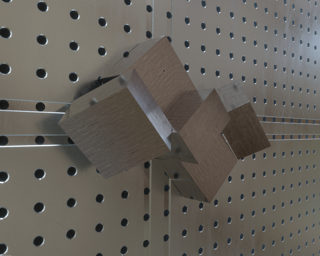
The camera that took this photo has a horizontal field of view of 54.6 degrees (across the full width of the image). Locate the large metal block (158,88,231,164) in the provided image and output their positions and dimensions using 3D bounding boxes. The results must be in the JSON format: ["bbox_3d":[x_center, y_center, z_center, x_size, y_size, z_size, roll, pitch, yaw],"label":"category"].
[{"bbox_3d":[0.029,-0.004,0.396,0.080,0.080,0.050,-50,121,-28],"label":"large metal block"}]

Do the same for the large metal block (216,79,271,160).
[{"bbox_3d":[0.117,-0.014,0.462,0.080,0.050,0.080,56,18,-26],"label":"large metal block"}]

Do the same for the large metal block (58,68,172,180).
[{"bbox_3d":[-0.043,-0.003,0.327,0.080,0.080,0.050,56,19,-25],"label":"large metal block"}]

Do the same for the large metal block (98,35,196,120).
[{"bbox_3d":[-0.013,-0.053,0.381,0.080,0.050,0.080,-48,119,-27],"label":"large metal block"}]

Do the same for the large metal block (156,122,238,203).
[{"bbox_3d":[0.054,0.045,0.436,0.080,0.050,0.080,-48,117,-29],"label":"large metal block"}]
